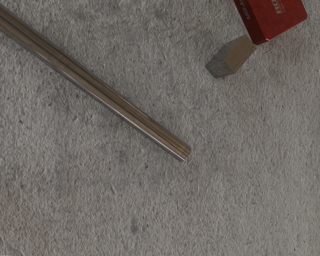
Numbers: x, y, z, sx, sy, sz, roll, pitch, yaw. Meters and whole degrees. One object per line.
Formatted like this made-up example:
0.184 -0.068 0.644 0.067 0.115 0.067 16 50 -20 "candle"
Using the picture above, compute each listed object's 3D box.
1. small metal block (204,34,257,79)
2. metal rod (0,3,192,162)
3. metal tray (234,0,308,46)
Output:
0.097 -0.098 0.432 0.025 0.050 0.050 45 76 -15 "small metal block"
-0.081 -0.051 0.379 0.301 0.025 0.025 37 78 -17 "metal rod"
0.157 -0.203 0.464 0.091 0.030 0.130 -32 101 -17 "metal tray"
